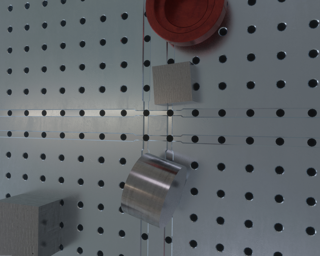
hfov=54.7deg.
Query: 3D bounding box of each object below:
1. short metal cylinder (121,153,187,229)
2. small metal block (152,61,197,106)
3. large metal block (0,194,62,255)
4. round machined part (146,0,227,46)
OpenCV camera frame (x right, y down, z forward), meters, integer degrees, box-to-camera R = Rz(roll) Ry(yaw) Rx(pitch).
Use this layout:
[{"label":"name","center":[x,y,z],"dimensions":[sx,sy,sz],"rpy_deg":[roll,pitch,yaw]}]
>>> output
[{"label":"short metal cylinder","center":[-0.006,0.077,0.385],"dimensions":[0.050,0.080,0.080],"rpy_deg":[19,96,19]},{"label":"small metal block","center":[0.019,-0.057,0.406],"dimensions":[0.050,0.025,0.050],"rpy_deg":[-4,89,20]},{"label":"large metal block","center":[-0.200,0.149,0.470],"dimensions":[0.080,0.050,0.080],"rpy_deg":[1,90,20]},{"label":"round machined part","center":[0.035,-0.152,0.391],"dimensions":[0.098,0.042,0.097],"rpy_deg":[0,90,20]}]
